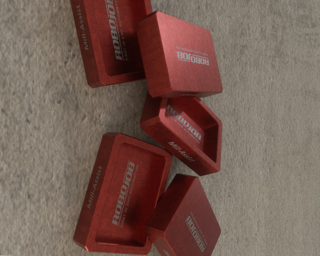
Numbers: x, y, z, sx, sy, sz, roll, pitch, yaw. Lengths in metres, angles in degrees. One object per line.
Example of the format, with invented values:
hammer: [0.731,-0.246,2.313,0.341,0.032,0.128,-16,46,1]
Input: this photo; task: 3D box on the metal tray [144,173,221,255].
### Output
metal tray: [0.036,0.135,0.411,0.090,0.030,0.130,-54,134,-35]

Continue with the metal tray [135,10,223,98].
metal tray: [0.030,-0.085,0.387,0.131,0.030,0.089,-8,85,-54]

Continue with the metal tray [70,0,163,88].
metal tray: [-0.049,-0.118,0.361,0.091,0.030,0.129,-17,101,-39]

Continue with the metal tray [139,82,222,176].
metal tray: [0.035,-0.005,0.412,0.130,0.030,0.090,41,44,-33]

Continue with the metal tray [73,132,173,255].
metal tray: [-0.039,0.079,0.370,0.090,0.030,0.129,23,75,-38]
